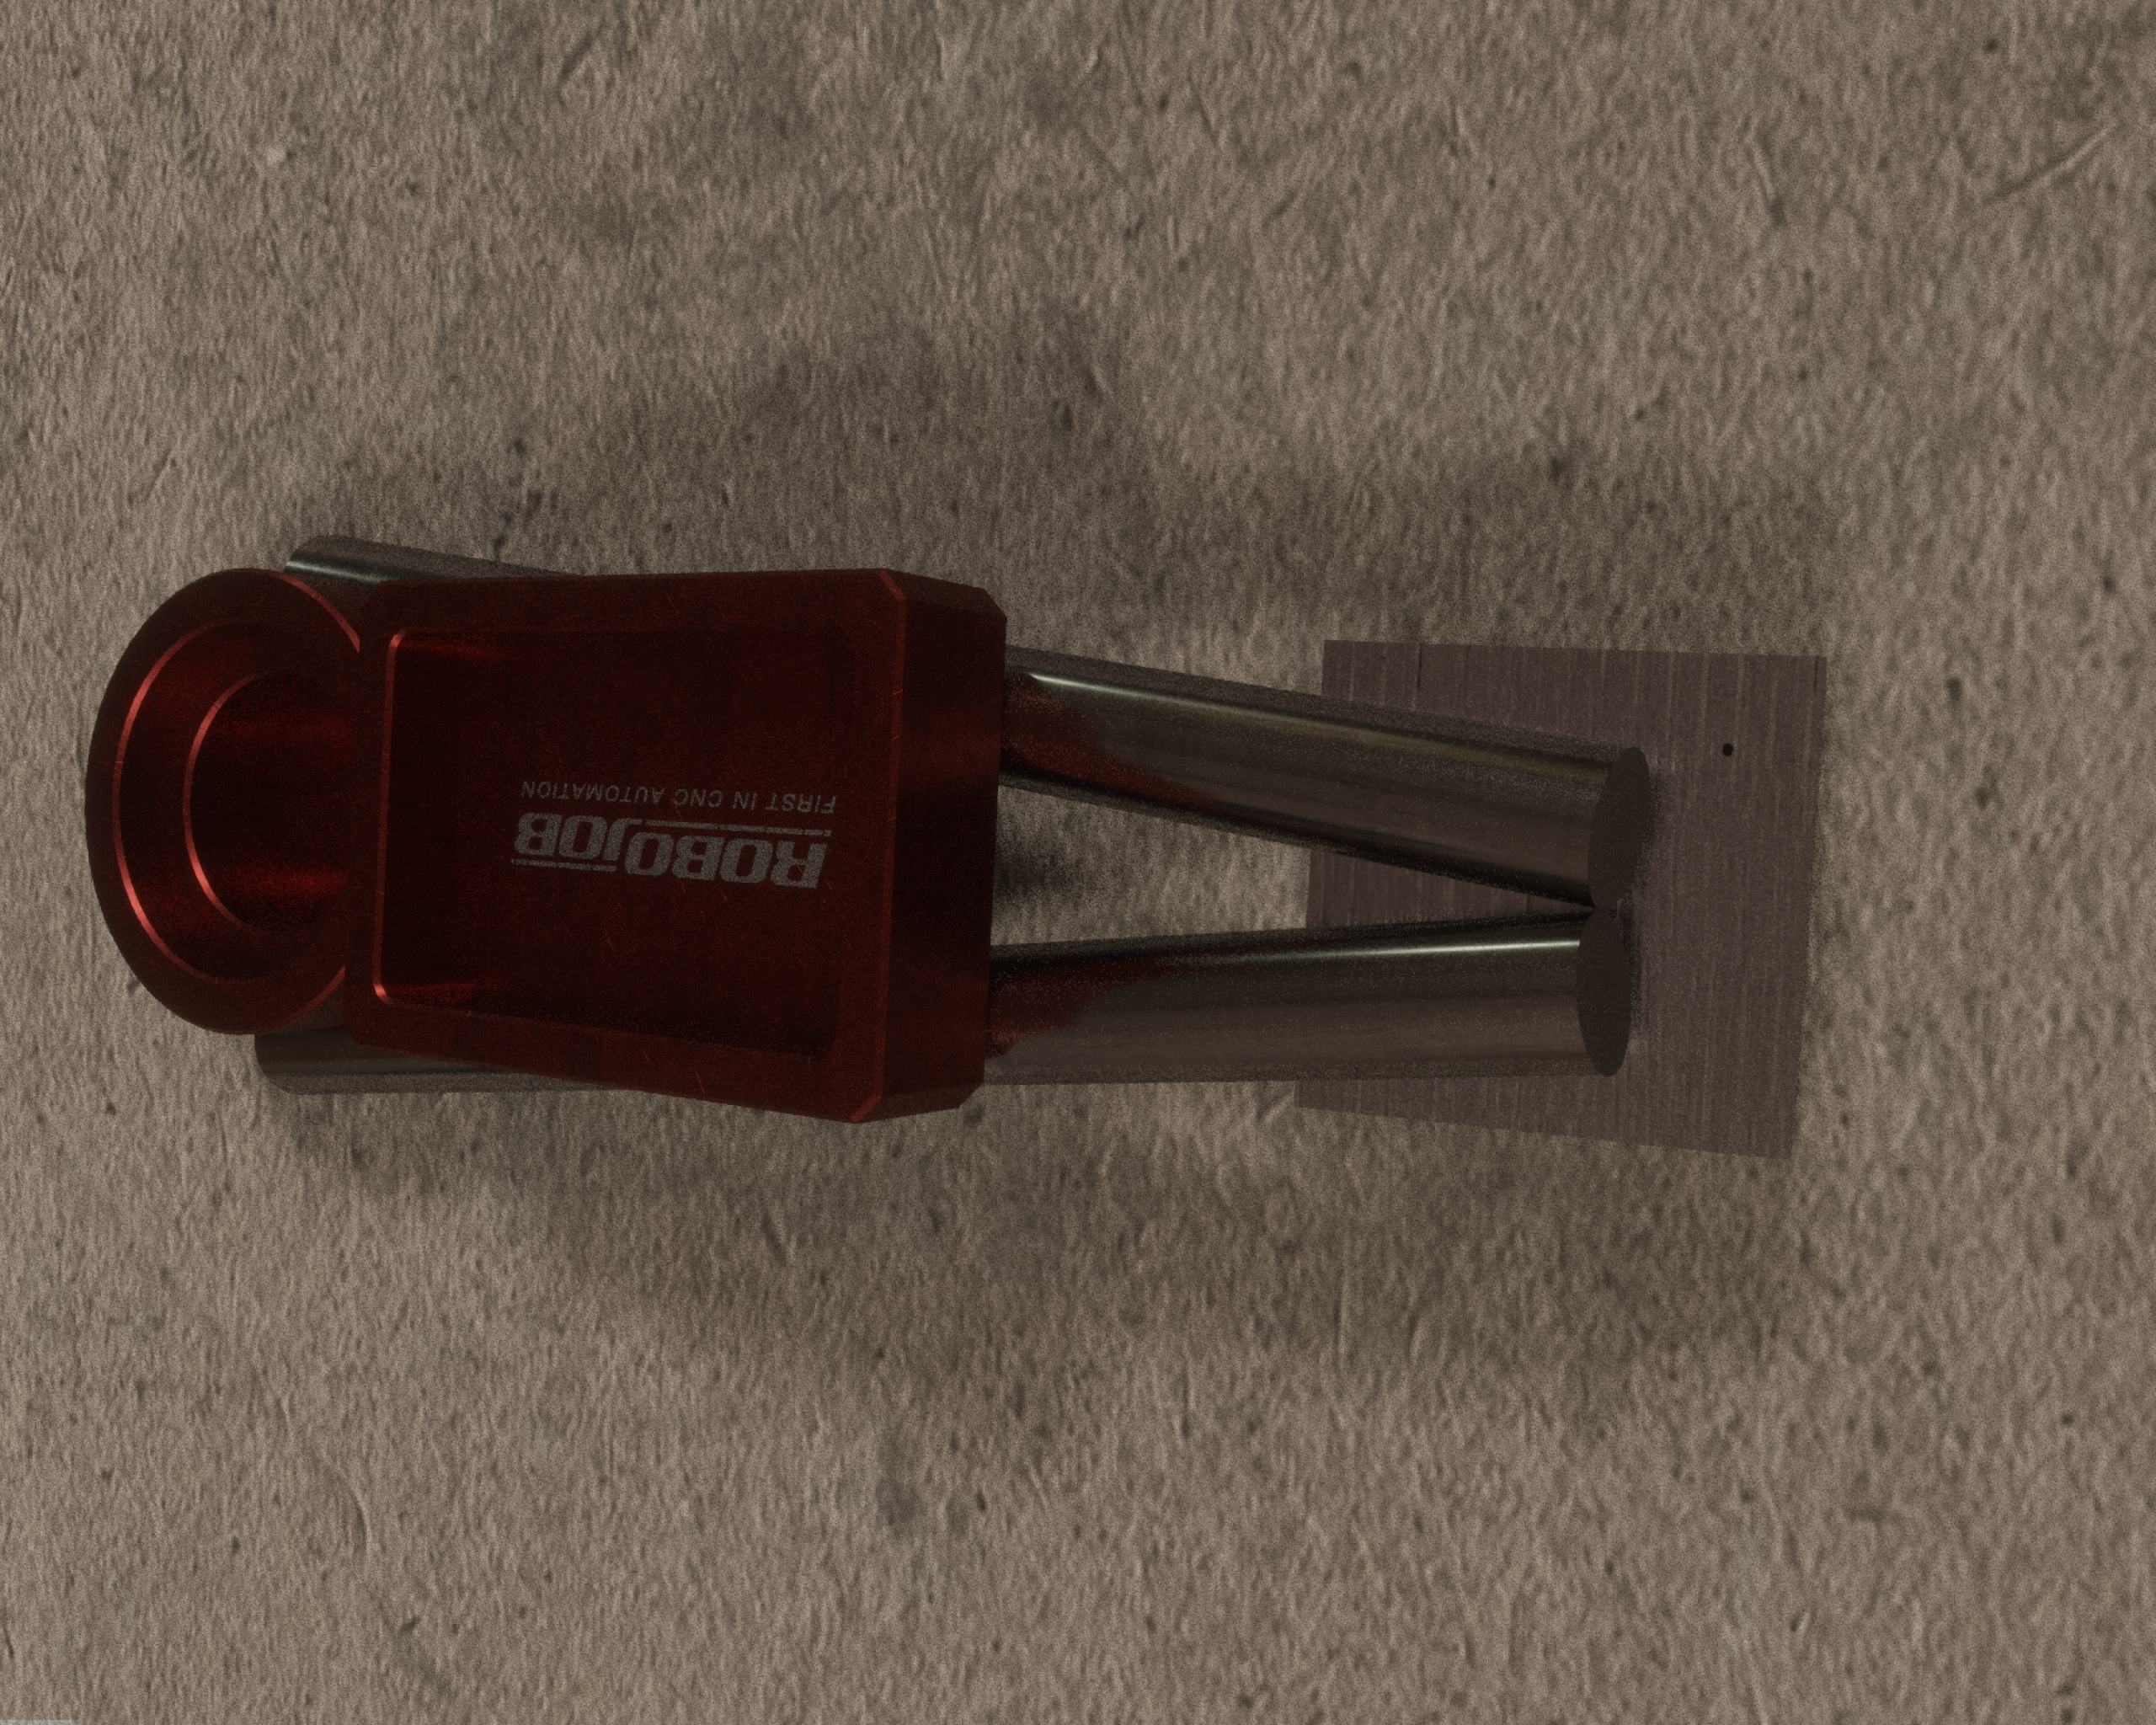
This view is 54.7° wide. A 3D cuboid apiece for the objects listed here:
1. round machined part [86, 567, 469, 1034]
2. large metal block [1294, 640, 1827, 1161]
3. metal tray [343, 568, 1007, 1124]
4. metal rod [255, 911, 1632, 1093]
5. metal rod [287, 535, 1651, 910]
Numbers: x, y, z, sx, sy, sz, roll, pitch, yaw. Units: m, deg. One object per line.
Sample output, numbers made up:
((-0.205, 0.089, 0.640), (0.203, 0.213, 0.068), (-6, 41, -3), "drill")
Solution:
((-0.165, -0.013, 0.452), (0.098, 0.042, 0.097), (0, 89, 30), "round machined part")
((0.086, 0.005, 0.365), (0.080, 0.050, 0.079), (4, 91, 19), "large metal block")
((-0.077, -0.006, 0.378), (0.130, 0.030, 0.089), (4, 91, 32), "metal tray")
((-0.048, 0.030, 0.392), (0.300, 0.025, 0.025), (-5, 89, 32), "metal rod")
((-0.044, -0.033, 0.390), (0.300, 0.025, 0.025), (13, 94, 32), "metal rod")
